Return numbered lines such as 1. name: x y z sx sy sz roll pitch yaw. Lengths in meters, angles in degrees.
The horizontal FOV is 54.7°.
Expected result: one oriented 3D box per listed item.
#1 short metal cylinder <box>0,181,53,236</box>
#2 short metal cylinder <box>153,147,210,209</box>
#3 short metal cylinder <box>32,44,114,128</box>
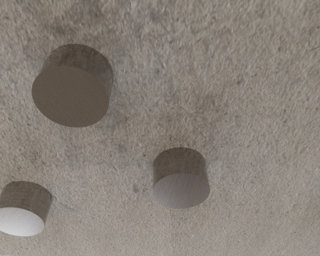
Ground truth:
1. short metal cylinder: -0.221 0.131 0.499 0.081 0.050 0.079 0 130 0
2. short metal cylinder: 0.030 0.074 0.454 0.081 0.050 0.079 0 130 0
3. short metal cylinder: -0.095 -0.047 0.349 0.081 0.050 0.079 0 130 0
